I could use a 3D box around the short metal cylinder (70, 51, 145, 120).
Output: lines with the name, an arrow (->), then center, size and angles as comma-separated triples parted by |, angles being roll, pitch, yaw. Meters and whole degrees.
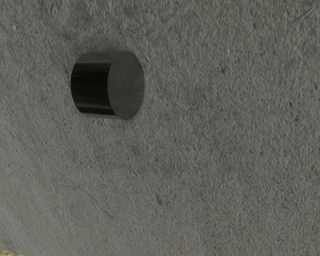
short metal cylinder -> -0.060, -0.051, 0.372 | 0.050, 0.080, 0.080 | 5, 121, 26
